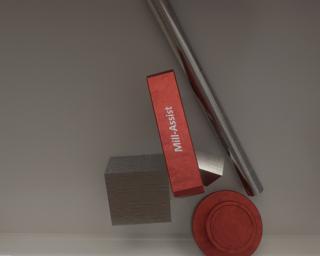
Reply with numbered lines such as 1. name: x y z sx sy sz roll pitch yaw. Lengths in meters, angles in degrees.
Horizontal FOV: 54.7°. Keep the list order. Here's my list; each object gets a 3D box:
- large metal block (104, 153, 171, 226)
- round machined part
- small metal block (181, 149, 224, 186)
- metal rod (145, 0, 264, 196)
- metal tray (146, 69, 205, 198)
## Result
1. large metal block: -0.028 0.084 0.429 0.081 0.050 0.079 -4 110 1
2. round machined part: 0.094 0.136 0.429 0.099 0.042 0.098 1 75 -2
3. small metal block: 0.052 0.053 0.418 0.050 0.025 0.050 18 150 -7
4. metal rod: 0.065 -0.032 0.400 0.025 0.025 0.299 -28 108 9
5. metal tray: 0.020 0.011 0.350 0.030 0.090 0.129 -14 75 5
